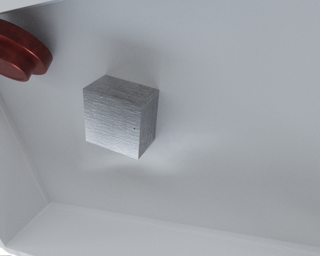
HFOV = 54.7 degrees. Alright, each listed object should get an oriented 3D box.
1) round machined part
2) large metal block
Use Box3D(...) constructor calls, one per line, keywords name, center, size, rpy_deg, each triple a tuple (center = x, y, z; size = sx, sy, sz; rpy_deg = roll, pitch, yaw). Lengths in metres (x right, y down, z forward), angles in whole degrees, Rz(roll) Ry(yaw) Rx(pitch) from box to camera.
Box3D(name="round machined part", center=(-0.198, -0.096, 0.408), size=(0.098, 0.042, 0.098), rpy_deg=(17, 162, 6))
Box3D(name="large metal block", center=(-0.051, -0.016, 0.408), size=(0.080, 0.050, 0.079), rpy_deg=(18, 125, 17))
